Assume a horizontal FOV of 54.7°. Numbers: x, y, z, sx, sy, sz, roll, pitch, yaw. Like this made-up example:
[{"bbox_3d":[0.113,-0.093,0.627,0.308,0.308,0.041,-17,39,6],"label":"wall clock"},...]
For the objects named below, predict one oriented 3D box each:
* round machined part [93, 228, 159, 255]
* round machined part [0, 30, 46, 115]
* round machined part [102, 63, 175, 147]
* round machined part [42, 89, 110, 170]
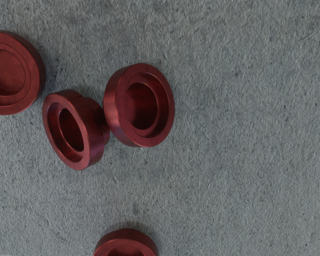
[{"bbox_3d":[-0.051,0.194,0.472,0.099,0.042,0.097,0,110,0],"label":"round machined part"},{"bbox_3d":[-0.187,-0.068,0.374,0.099,0.042,0.097,0,110,0],"label":"round machined part"},{"bbox_3d":[-0.029,-0.026,0.372,0.042,0.099,0.098,-4,116,42],"label":"round machined part"},{"bbox_3d":[-0.099,-0.001,0.382,0.098,0.042,0.097,21,123,37],"label":"round machined part"}]
